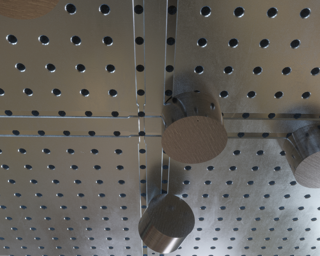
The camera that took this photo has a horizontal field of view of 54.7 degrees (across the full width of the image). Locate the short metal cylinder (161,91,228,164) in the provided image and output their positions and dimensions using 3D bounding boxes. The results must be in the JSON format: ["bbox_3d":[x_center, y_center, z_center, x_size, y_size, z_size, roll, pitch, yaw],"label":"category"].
[{"bbox_3d":[0.042,0.000,0.396,0.081,0.050,0.079,-1,130,0],"label":"short metal cylinder"}]

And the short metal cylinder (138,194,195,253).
[{"bbox_3d":[0.010,0.156,0.509,0.081,0.080,0.050,15,128,-13],"label":"short metal cylinder"}]

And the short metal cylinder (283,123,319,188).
[{"bbox_3d":[0.221,0.039,0.432,0.081,0.050,0.079,-1,130,-1],"label":"short metal cylinder"}]

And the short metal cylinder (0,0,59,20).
[{"bbox_3d":[-0.122,-0.142,0.264,0.081,0.050,0.080,-5,138,-4],"label":"short metal cylinder"}]
